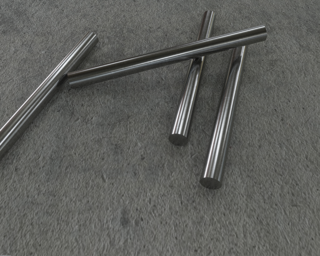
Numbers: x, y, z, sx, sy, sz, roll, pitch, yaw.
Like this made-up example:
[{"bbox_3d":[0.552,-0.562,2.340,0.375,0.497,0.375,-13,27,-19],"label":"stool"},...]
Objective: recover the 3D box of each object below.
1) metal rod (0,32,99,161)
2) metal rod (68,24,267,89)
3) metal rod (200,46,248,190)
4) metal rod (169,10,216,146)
[{"bbox_3d":[-0.167,-0.046,0.439,0.025,0.025,0.301,15,51,12],"label":"metal rod"},{"bbox_3d":[0.013,-0.108,0.468,0.302,0.025,0.025,-15,51,-3],"label":"metal rod"},{"bbox_3d":[0.100,-0.047,0.443,0.025,0.025,0.300,13,51,10],"label":"metal rod"},{"bbox_3d":[0.058,-0.097,0.484,0.025,0.025,0.300,11,51,8],"label":"metal rod"}]
